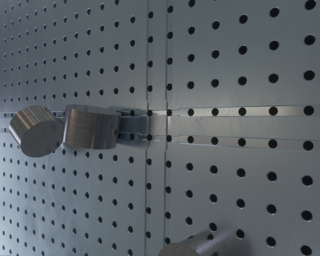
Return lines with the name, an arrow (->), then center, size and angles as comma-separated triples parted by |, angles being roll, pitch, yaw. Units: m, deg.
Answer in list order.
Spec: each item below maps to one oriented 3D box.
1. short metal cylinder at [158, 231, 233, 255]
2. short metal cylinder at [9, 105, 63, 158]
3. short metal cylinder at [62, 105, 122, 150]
short metal cylinder -> 0.041, 0.167, 0.359 | 0.080, 0.050, 0.079 | 0, 90, 40
short metal cylinder -> -0.219, 0.006, 0.555 | 0.050, 0.081, 0.079 | 41, 115, 32
short metal cylinder -> -0.100, -0.003, 0.456 | 0.080, 0.081, 0.050 | 16, 101, 39
